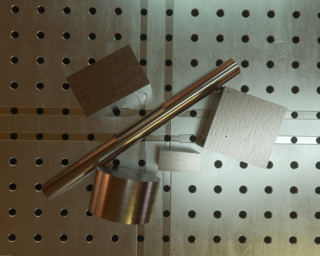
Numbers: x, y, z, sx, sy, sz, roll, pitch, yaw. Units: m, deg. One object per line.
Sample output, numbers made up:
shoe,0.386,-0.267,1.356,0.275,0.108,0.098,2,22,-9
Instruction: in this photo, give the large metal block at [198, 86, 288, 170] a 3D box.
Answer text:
large metal block,0.103,0.000,0.400,0.080,0.050,0.080,19,90,-1

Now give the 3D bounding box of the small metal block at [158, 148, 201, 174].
small metal block,0.024,0.041,0.401,0.050,0.050,0.025,5,90,-1

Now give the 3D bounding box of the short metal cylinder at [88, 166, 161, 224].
short metal cylinder,-0.044,0.081,0.385,0.080,0.080,0.050,12,90,-1

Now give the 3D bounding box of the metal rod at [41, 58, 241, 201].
metal rod,-0.024,0.001,0.412,0.301,0.025,0.025,-34,90,-1

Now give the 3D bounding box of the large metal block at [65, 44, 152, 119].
large metal block,-0.058,-0.053,0.386,0.080,0.080,0.050,-28,90,0
